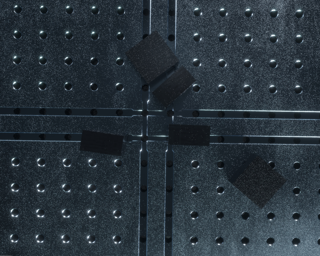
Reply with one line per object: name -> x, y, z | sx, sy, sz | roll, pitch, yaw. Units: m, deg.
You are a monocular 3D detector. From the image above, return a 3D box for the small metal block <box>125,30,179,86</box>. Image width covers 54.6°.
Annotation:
small metal block -> -0.010, -0.092, 0.413 | 0.050, 0.025, 0.050 | -37, 90, 0

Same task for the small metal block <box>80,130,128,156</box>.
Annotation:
small metal block -> -0.071, 0.018, 0.400 | 0.050, 0.050, 0.025 | 8, 90, 0

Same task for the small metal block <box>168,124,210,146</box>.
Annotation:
small metal block -> 0.036, 0.008, 0.401 | 0.050, 0.050, 0.025 | 2, 90, 0

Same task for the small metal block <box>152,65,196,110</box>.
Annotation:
small metal block -> 0.017, -0.050, 0.401 | 0.050, 0.050, 0.025 | -42, 90, 0

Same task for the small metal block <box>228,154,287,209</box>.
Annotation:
small metal block -> 0.129, 0.070, 0.414 | 0.050, 0.025, 0.050 | 41, 90, 0
